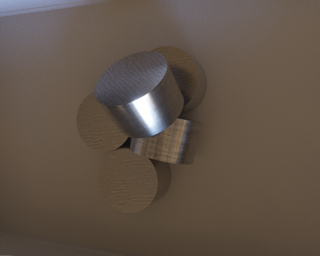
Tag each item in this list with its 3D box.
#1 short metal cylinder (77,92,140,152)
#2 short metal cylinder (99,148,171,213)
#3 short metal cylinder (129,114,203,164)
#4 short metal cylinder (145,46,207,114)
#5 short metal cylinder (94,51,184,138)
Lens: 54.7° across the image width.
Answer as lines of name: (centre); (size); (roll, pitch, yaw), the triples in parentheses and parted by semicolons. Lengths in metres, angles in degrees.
short metal cylinder: (-0.063, -0.010, 0.416); (0.080, 0.050, 0.079); (0, 90, 19)
short metal cylinder: (-0.032, 0.065, 0.405); (0.080, 0.050, 0.079); (0, 90, 19)
short metal cylinder: (0.007, 0.009, 0.377); (0.080, 0.080, 0.050); (14, 95, 19)
short metal cylinder: (0.014, -0.057, 0.390); (0.080, 0.050, 0.079); (0, 90, 19)
short metal cylinder: (-0.021, -0.036, 0.327); (0.080, 0.050, 0.080); (-15, 45, 16)
